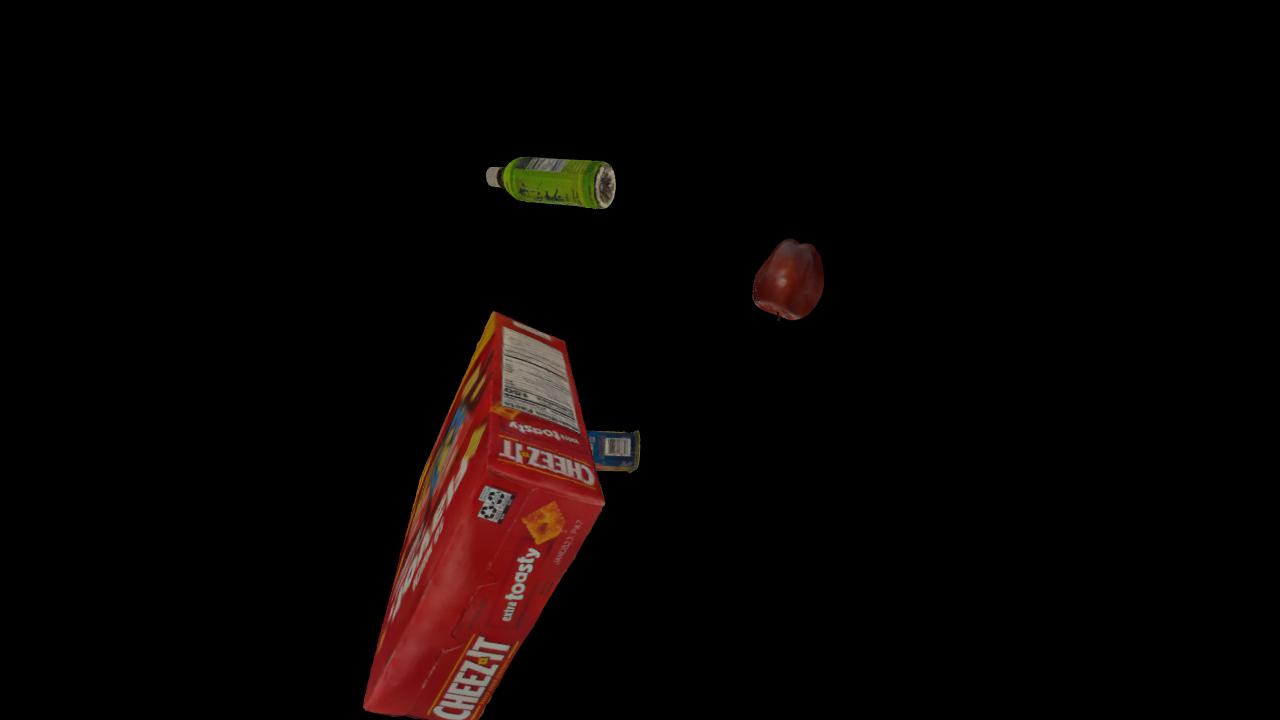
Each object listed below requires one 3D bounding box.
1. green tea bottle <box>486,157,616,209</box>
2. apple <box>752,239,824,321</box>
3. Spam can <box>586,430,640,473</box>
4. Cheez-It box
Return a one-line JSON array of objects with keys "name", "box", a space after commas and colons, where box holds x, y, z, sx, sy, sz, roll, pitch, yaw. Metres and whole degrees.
[{"name": "green tea bottle", "box": [-0.143, -0.276, 0.946, 0.212, 0.073, 0.073, 13, 5, 23]}, {"name": "apple", "box": [0.174, -0.090, 0.716, 0.079, 0.093, 0.079, 19, 2, -1]}, {"name": "Spam can", "box": [-0.050, 0.139, 0.936, 0.085, 0.058, 0.101, 4, -17, -9]}, {"name": "Cheez-It box", "box": [-0.101, 0.083, 0.406, 0.071, 0.166, 0.223, 23, 16, -20]}]
